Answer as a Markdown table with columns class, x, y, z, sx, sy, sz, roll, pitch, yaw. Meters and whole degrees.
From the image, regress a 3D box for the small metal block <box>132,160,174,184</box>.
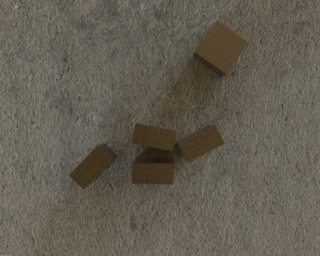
| class | x | y | z | sx | sy | sz | roll | pitch | yaw |
| --- | --- | --- | --- | --- | --- | --- | --- | --- | --- |
| small metal block | -0.009 | 0.055 | 0.397 | 0.050 | 0.050 | 0.025 | 1 | 90 | 0 |

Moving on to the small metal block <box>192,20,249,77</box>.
| class | x | y | z | sx | sy | sz | roll | pitch | yaw |
| --- | --- | --- | --- | --- | --- | --- | --- | --- | --- |
| small metal block | 0.079 | -0.104 | 0.410 | 0.050 | 0.025 | 0.050 | 35 | 90 | 0 |

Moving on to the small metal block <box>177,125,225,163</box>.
| class | x | y | z | sx | sy | sz | roll | pitch | yaw |
| --- | --- | --- | --- | --- | --- | --- | --- | --- | --- |
| small metal block | 0.050 | 0.019 | 0.398 | 0.050 | 0.050 | 0.025 | -28 | 90 | 0 |

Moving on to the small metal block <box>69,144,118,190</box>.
| class | x | y | z | sx | sy | sz | roll | pitch | yaw |
| --- | --- | --- | --- | --- | --- | --- | --- | --- | --- |
| small metal block | -0.083 | 0.048 | 0.397 | 0.025 | 0.050 | 0.050 | 44 | 90 | 0 |

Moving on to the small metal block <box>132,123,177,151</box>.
| class | x | y | z | sx | sy | sz | roll | pitch | yaw |
| --- | --- | --- | --- | --- | --- | --- | --- | --- | --- |
| small metal block | -0.007 | 0.011 | 0.397 | 0.050 | 0.050 | 0.025 | 11 | 90 | 0 |
